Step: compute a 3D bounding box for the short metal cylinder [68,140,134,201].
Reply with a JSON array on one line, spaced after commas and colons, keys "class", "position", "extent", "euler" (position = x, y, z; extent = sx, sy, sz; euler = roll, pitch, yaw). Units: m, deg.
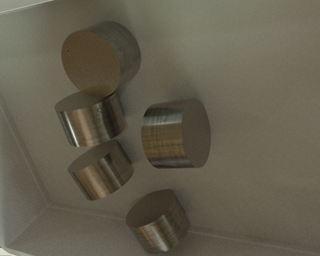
[{"class": "short metal cylinder", "position": [-0.086, 0.060, 0.454], "extent": [0.080, 0.080, 0.050], "euler": [-17, 110, 34]}]

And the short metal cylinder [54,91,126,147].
[{"class": "short metal cylinder", "position": [-0.090, -0.017, 0.408], "extent": [0.080, 0.080, 0.050], "euler": [0, 118, 28]}]

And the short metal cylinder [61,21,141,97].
[{"class": "short metal cylinder", "position": [-0.070, -0.084, 0.376], "extent": [0.080, 0.050, 0.079], "euler": [13, 124, 20]}]

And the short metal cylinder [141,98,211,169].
[{"class": "short metal cylinder", "position": [0.021, 0.008, 0.366], "extent": [0.050, 0.080, 0.080], "euler": [-6, 116, 30]}]

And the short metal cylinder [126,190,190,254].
[{"class": "short metal cylinder", "position": [-0.003, 0.137, 0.458], "extent": [0.080, 0.080, 0.050], "euler": [-18, 109, 35]}]
